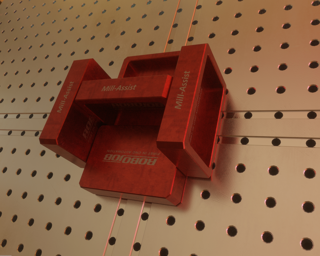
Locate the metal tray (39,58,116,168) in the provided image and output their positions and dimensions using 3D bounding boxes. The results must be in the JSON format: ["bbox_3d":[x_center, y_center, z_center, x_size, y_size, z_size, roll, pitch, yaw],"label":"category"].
[{"bbox_3d":[-0.101,-0.019,0.429,0.030,0.090,0.130,1,62,28],"label":"metal tray"}]

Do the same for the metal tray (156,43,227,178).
[{"bbox_3d":[0.042,-0.019,0.354,0.030,0.090,0.130,1,62,28],"label":"metal tray"}]

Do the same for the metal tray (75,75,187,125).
[{"bbox_3d":[-0.029,-0.026,0.394,0.130,0.090,0.030,1,63,28],"label":"metal tray"}]

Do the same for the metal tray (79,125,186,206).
[{"bbox_3d":[-0.031,0.043,0.392,0.130,0.030,0.090,1,62,28],"label":"metal tray"}]

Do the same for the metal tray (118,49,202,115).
[{"bbox_3d":[-0.001,-0.064,0.443,0.130,0.030,0.090,1,62,28],"label":"metal tray"}]
